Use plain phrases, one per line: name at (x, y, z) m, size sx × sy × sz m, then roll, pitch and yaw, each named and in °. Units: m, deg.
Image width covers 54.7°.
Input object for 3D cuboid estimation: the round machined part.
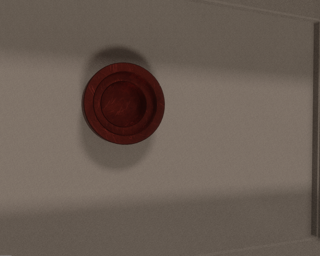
round machined part at (-0.047, -0.029, 0.385) m, size 0.099 × 0.042 × 0.097 m, roll 0°, pitch 90°, yaw -21°
